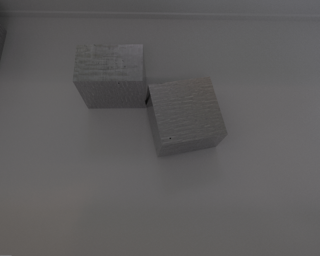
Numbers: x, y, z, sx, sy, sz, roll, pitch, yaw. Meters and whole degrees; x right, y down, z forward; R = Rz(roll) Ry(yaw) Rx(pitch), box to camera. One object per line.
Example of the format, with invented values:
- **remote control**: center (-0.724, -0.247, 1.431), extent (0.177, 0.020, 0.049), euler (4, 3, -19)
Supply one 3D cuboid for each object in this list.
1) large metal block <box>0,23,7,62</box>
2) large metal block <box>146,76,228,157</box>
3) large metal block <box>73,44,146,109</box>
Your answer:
- **large metal block**: center (-0.261, -0.124, 0.424), extent (0.050, 0.080, 0.080), euler (1, 70, 0)
- **large metal block**: center (0.030, -0.014, 0.397), extent (0.081, 0.050, 0.080), euler (-9, 70, -11)
- **large metal block**: center (-0.060, -0.064, 0.403), extent (0.081, 0.080, 0.050), euler (-1, 70, 0)
